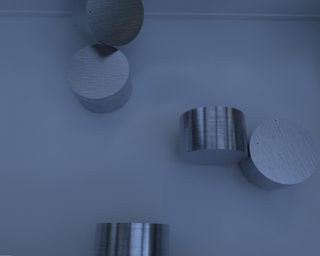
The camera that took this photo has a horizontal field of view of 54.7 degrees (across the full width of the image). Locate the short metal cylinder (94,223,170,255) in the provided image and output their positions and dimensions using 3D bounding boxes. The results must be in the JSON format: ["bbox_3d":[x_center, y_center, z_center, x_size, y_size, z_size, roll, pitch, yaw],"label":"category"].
[{"bbox_3d":[-0.030,0.130,0.333,0.080,0.080,0.050,1,70,0],"label":"short metal cylinder"}]

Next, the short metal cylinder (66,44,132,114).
[{"bbox_3d":[-0.080,-0.065,0.420,0.081,0.050,0.080,0,70,0],"label":"short metal cylinder"}]

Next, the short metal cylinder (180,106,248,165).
[{"bbox_3d":[0.064,0.012,0.376,0.080,0.080,0.050,1,70,0],"label":"short metal cylinder"}]

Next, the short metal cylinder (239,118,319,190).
[{"bbox_3d":[0.144,0.034,0.384,0.081,0.050,0.080,1,70,-1],"label":"short metal cylinder"}]

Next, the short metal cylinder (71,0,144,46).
[{"bbox_3d":[-0.069,-0.151,0.408,0.080,0.080,0.050,-45,39,-14],"label":"short metal cylinder"}]
